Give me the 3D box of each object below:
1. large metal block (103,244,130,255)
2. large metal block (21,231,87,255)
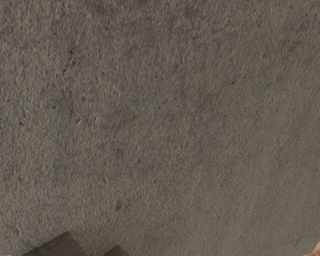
[{"bbox_3d":[-0.075,0.250,0.504,0.080,0.050,0.080,-34,129,-6],"label":"large metal block"},{"bbox_3d":[-0.146,0.206,0.438,0.080,0.050,0.080,-27,128,-12],"label":"large metal block"}]
